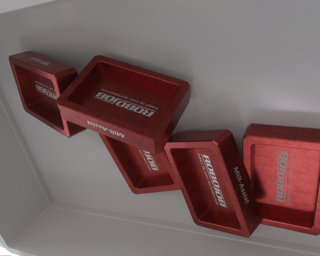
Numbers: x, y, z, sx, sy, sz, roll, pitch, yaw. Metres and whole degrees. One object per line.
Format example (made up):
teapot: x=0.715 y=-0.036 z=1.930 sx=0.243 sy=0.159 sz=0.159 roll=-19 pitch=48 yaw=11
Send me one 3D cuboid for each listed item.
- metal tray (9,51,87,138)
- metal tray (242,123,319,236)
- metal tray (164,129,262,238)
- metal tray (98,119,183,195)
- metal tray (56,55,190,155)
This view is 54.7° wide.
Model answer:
metal tray: x=-0.156 y=-0.050 z=0.430 sx=0.130 sy=0.030 sz=0.089 roll=24 pitch=130 yaw=38
metal tray: x=0.147 y=0.061 z=0.365 sx=0.090 sy=0.030 sz=0.129 roll=6 pitch=121 yaw=25
metal tray: x=0.064 y=0.068 z=0.388 sx=0.090 sy=0.030 sz=0.129 roll=-5 pitch=111 yaw=49
metal tray: x=-0.025 y=0.031 z=0.437 sx=0.090 sy=0.030 sz=0.129 roll=-14 pitch=111 yaw=34
metal tray: x=-0.041 y=-0.032 z=0.365 sx=0.130 sy=0.090 sz=0.030 roll=20 pitch=147 yaw=16
